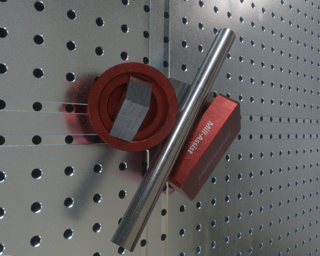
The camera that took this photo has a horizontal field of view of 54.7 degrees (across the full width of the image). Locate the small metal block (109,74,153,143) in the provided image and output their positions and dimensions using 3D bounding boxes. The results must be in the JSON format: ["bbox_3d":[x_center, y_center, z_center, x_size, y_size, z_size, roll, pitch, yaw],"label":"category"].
[{"bbox_3d":[-0.031,-0.022,0.332,0.025,0.050,0.050,21,37,-13],"label":"small metal block"}]

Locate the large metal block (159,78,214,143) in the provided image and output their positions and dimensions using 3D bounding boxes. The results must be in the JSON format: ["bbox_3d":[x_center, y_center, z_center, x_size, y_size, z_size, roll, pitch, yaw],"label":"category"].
[{"bbox_3d":[0.022,-0.015,0.413,0.081,0.050,0.080,12,83,-40],"label":"large metal block"}]

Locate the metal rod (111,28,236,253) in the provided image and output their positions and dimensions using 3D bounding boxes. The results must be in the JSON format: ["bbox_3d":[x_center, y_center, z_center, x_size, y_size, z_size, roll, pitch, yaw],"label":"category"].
[{"bbox_3d":[0.026,-0.003,0.368,0.025,0.025,0.300,42,64,-32],"label":"metal rod"}]

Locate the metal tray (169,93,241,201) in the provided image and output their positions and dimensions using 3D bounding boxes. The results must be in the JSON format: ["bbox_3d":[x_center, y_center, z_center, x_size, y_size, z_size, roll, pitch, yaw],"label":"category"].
[{"bbox_3d":[0.061,0.029,0.415,0.130,0.030,0.090,-53,154,-11],"label":"metal tray"}]

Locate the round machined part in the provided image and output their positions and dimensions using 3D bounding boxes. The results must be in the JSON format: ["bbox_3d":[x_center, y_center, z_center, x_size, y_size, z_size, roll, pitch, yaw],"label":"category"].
[{"bbox_3d":[-0.033,-0.023,0.355,0.099,0.042,0.097,-1,93,-15],"label":"round machined part"}]
